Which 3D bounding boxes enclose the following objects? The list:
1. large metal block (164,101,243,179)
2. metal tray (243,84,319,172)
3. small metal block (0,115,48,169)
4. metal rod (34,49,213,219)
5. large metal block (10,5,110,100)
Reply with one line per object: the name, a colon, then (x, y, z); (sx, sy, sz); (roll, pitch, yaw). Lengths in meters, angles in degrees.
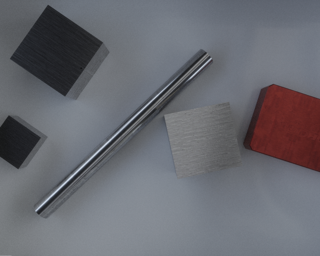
large metal block: (0.052, 0.015, 0.400); (0.080, 0.050, 0.080); (-12, 90, -1)
metal tray: (0.189, 0.004, 0.411); (0.131, 0.030, 0.090); (18, 90, -1)
small metal block: (-0.188, 0.018, 0.409); (0.050, 0.025, 0.050); (35, 90, -1)
metal rod: (-0.047, 0.007, 0.410); (0.300, 0.025, 0.025); (-43, 91, -1)
large metal block: (-0.125, -0.093, 0.397); (0.080, 0.050, 0.080); (35, 90, -1)
